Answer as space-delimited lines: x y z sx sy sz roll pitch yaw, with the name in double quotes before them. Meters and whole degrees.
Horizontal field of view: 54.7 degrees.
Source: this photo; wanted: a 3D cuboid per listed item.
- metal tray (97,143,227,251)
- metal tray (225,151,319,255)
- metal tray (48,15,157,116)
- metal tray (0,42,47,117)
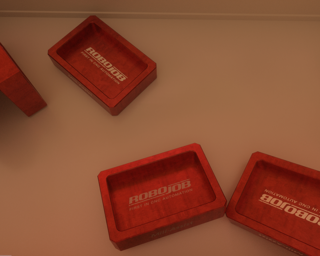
"metal tray" 0.000 0.077 0.363 0.131 0.030 0.090 -16 51 -6
"metal tray" 0.152 0.089 0.347 0.130 0.030 0.090 19 69 33
"metal tray" -0.080 -0.090 0.439 0.130 0.030 0.090 40 75 13
"metal tray" -0.208 -0.084 0.404 0.030 0.090 0.130 -37 74 -12
